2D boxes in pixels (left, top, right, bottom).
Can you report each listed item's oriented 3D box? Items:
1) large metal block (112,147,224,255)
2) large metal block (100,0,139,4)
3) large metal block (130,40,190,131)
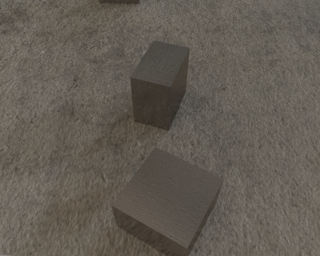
[{"bbox_3d":[0.009,0.078,0.321,0.080,0.050,0.080,24,54,19],"label":"large metal block"},{"bbox_3d":[-0.082,-0.299,0.617,0.081,0.080,0.050,1,50,0],"label":"large metal block"},{"bbox_3d":[0.002,-0.057,0.415,0.050,0.080,0.080,15,52,12],"label":"large metal block"}]
